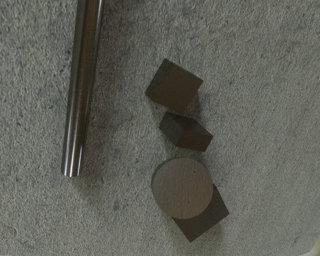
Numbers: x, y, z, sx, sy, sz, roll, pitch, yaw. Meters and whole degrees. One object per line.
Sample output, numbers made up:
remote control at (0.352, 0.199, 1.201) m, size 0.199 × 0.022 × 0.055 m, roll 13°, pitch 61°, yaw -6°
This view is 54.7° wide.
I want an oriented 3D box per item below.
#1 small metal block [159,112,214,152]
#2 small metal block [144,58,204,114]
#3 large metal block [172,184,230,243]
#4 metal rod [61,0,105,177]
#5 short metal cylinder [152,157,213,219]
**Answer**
small metal block at (0.034, 0.005, 0.414) m, size 0.050 × 0.050 × 0.025 m, roll 13°, pitch 112°, yaw -34°
small metal block at (0.017, -0.051, 0.386) m, size 0.050 × 0.025 × 0.050 m, roll 21°, pitch 107°, yaw -36°
large metal block at (0.057, 0.126, 0.502) m, size 0.080 × 0.050 × 0.080 m, roll -34°, pitch 129°, yaw -6°
metal rod at (-0.076, -0.078, 0.317) m, size 0.025 × 0.025 × 0.298 m, roll -1°, pitch 119°, yaw -29°
short metal cylinder at (0.029, 0.081, 0.433) m, size 0.081 × 0.050 × 0.080 m, roll 0°, pitch 86°, yaw -5°
